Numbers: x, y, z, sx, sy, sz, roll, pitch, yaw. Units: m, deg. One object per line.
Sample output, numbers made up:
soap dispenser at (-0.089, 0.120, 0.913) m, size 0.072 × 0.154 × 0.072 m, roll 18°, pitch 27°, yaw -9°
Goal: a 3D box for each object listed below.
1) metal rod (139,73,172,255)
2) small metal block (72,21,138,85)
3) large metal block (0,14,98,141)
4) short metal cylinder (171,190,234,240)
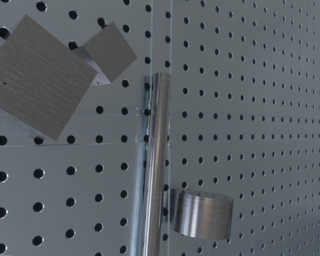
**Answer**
metal rod at (-0.008, 0.078, 0.402) m, size 0.025 × 0.025 × 0.298 m, roll 7°, pitch 86°, yaw -40°
small metal block at (-0.062, -0.085, 0.357) m, size 0.050 × 0.025 × 0.050 m, roll -51°, pitch 120°, yaw -28°
large metal block at (-0.120, -0.043, 0.292) m, size 0.080 × 0.050 × 0.080 m, roll 39°, pitch 66°, yaw -33°
short metal cylinder at (0.058, 0.115, 0.422) m, size 0.081 × 0.080 × 0.050 m, roll 11°, pitch 83°, yaw -40°
